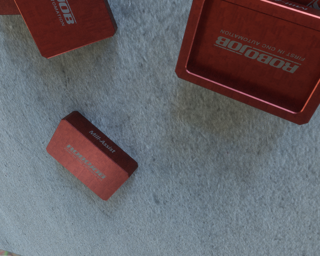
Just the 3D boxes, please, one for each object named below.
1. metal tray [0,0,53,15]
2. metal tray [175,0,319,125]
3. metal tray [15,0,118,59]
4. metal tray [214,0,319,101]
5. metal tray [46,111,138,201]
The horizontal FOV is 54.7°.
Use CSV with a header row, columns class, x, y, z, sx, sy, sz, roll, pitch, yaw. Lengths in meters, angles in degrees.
class,x,y,z,sx,sy,sz,roll,pitch,yaw
metal tray,-0.181,-0.206,0.370,0.090,0.030,0.129,8,122,23
metal tray,0.086,-0.068,0.276,0.130,0.030,0.089,24,127,13
metal tray,-0.112,-0.153,0.340,0.090,0.030,0.129,-18,113,6
metal tray,0.126,-0.094,0.278,0.090,0.030,0.129,47,129,-5
metal tray,-0.109,0.046,0.487,0.130,0.030,0.090,41,129,-1
